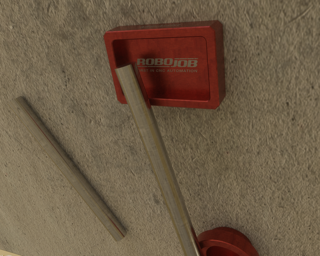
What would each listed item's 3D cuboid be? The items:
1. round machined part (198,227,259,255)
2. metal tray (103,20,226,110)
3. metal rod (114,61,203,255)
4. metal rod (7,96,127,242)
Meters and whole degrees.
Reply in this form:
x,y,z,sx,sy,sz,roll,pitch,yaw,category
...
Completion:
x,y,z,sx,sy,sz,roll,pitch,yaw,category
0.099,0.186,0.458,0.098,0.042,0.097,13,124,20,round machined part
0.006,-0.071,0.355,0.130,0.030,0.089,5,121,25,metal tray
0.007,0.063,0.394,0.025,0.025,0.298,-7,112,31,metal rod
-0.153,0.076,0.531,0.025,0.025,0.299,-25,105,36,metal rod
